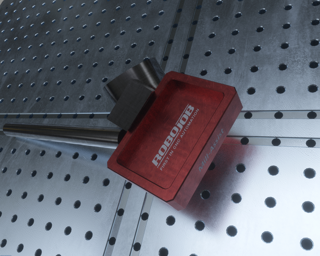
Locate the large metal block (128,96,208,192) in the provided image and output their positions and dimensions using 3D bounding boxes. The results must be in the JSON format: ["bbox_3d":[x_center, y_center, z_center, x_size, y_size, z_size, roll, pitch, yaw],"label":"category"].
[{"bbox_3d":[0.003,0.019,0.376,0.080,0.050,0.080,-31,52,8],"label":"large metal block"}]

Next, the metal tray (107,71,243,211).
[{"bbox_3d":[0.015,0.007,0.323,0.090,0.030,0.130,22,73,36],"label":"metal tray"}]

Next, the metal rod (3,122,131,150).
[{"bbox_3d":[-0.150,0.007,0.442,0.300,0.025,0.025,3,63,41],"label":"metal rod"}]

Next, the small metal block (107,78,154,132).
[{"bbox_3d":[-0.031,-0.027,0.346,0.025,0.050,0.050,33,98,-1],"label":"small metal block"}]

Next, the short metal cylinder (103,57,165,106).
[{"bbox_3d":[-0.027,-0.050,0.409,0.080,0.080,0.050,-30,95,8],"label":"short metal cylinder"}]
